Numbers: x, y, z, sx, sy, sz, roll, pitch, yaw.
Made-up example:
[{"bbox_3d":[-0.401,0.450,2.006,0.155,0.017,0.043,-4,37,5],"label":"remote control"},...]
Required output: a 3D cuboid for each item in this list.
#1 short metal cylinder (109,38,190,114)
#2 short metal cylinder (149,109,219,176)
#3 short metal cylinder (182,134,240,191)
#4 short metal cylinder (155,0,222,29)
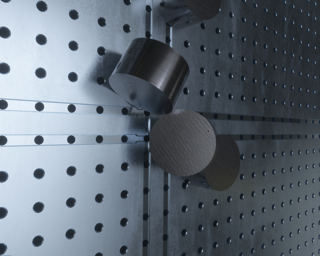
[{"bbox_3d":[-0.012,-0.059,0.363,0.080,0.080,0.050,38,67,-34],"label":"short metal cylinder"},{"bbox_3d":[0.032,0.019,0.391,0.050,0.080,0.080,14,80,-75],"label":"short metal cylinder"},{"bbox_3d":[0.072,0.048,0.453,0.081,0.050,0.079,0,90,-40],"label":"short metal cylinder"},{"bbox_3d":[0.039,-0.183,0.425,0.081,0.050,0.079,0,90,-40],"label":"short metal cylinder"}]
